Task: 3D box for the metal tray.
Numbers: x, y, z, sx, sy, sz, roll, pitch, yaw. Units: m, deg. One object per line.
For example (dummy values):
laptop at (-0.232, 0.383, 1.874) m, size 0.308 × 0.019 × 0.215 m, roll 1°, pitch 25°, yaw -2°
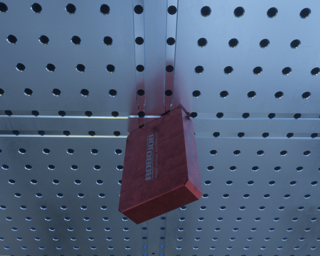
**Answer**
metal tray at (-0.001, 0.041, 0.378) m, size 0.090 × 0.130 × 0.030 m, roll -28°, pitch 125°, yaw 21°
